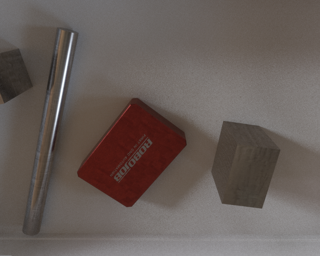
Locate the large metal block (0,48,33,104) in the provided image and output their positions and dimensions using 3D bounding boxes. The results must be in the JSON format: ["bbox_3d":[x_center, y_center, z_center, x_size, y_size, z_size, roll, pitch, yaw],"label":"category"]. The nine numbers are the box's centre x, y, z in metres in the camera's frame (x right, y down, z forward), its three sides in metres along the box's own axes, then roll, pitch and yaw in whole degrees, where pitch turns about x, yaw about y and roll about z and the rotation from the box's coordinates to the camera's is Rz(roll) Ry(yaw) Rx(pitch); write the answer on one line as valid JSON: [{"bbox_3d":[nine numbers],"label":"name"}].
[{"bbox_3d":[-0.210,-0.055,0.359,0.080,0.080,0.050,-11,110,4],"label":"large metal block"}]

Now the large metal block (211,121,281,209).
[{"bbox_3d":[0.106,0.044,0.400,0.050,0.080,0.079,8,110,-3],"label":"large metal block"}]

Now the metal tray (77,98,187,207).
[{"bbox_3d":[-0.038,0.036,0.421,0.090,0.030,0.130,36,106,-13],"label":"metal tray"}]

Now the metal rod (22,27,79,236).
[{"bbox_3d":[-0.151,0.018,0.415,0.025,0.025,0.298,15,109,-6],"label":"metal rod"}]
